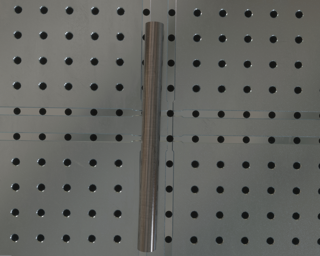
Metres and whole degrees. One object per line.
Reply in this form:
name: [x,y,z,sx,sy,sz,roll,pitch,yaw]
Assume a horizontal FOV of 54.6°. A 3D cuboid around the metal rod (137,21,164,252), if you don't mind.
metal rod: [-0.012,0.011,0.413,0.025,0.025,0.298,2,90,0]
